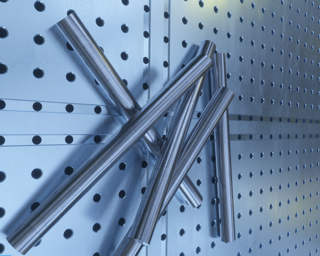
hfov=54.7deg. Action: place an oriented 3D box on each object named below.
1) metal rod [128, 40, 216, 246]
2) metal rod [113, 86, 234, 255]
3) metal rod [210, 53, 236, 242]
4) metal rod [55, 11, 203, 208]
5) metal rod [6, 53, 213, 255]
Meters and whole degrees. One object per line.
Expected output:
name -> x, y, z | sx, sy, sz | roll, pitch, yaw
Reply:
metal rod -> 0.025, -0.001, 0.404 | 0.025, 0.025, 0.300 | 41, 57, -33
metal rod -> 0.012, 0.071, 0.392 | 0.025, 0.025, 0.300 | 43, 73, -32
metal rod -> 0.100, 0.033, 0.495 | 0.025, 0.025, 0.298 | -7, 95, -40
metal rod -> -0.024, -0.004, 0.390 | 0.025, 0.025, 0.299 | -49, 119, -29
metal rod -> -0.040, 0.012, 0.350 | 0.301, 0.025, 0.025 | -46, 118, -21
